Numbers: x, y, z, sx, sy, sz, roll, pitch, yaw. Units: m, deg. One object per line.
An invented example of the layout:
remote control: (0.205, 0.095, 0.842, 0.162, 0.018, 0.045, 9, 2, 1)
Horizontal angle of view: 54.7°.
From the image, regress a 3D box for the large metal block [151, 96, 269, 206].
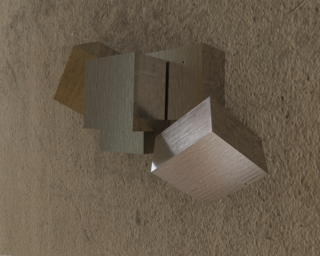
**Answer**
large metal block: (0.050, 0.027, 0.320, 0.080, 0.080, 0.050, -38, 29, 33)

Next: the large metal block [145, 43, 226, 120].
large metal block: (0.029, -0.049, 0.365, 0.080, 0.050, 0.079, 0, 90, 39)

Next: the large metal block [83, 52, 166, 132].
large metal block: (-0.041, -0.038, 0.354, 0.080, 0.050, 0.079, 3, 92, 39)

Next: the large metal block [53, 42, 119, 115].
large metal block: (-0.095, -0.072, 0.438, 0.050, 0.080, 0.080, 29, 112, 1)

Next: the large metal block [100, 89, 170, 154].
large metal block: (-0.034, -0.009, 0.414, 0.080, 0.050, 0.079, 0, 90, 39)
